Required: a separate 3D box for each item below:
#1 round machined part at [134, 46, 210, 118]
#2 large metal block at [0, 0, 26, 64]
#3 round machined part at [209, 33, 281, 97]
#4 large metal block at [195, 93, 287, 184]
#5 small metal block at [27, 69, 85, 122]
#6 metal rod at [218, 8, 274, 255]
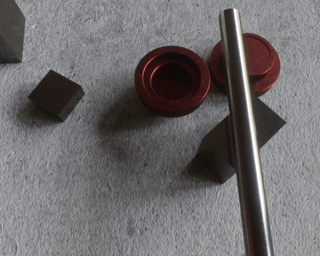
[{"bbox_3d":[0.016,-0.059,0.421,0.099,0.042,0.098,0,70,0],"label":"round machined part"},{"bbox_3d":[-0.231,-0.145,0.430,0.050,0.080,0.080,-4,70,-2],"label":"large metal block"},{"bbox_3d":[0.120,-0.093,0.434,0.099,0.042,0.098,0,70,0],"label":"round machined part"},{"bbox_3d":[0.093,0.016,0.374,0.080,0.080,0.050,-41,75,-14],"label":"large metal block"},{"bbox_3d":[-0.140,-0.044,0.423,0.050,0.025,0.050,29,72,10],"label":"small metal block"},{"bbox_3d":[0.087,0.005,0.321,0.025,0.025,0.299,-1,70,-1],"label":"metal rod"}]
